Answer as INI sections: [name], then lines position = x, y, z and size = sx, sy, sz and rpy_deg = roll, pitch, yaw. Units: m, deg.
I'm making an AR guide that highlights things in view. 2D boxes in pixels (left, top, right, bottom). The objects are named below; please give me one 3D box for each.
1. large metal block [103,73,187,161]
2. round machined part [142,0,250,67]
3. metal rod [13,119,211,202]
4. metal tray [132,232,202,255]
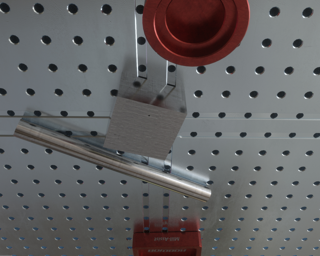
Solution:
[large metal block]
position = -0.020, -0.012, 0.385
size = 0.081, 0.050, 0.079
rpy_deg = 14, 129, -12
[round machined part]
position = 0.033, -0.112, 0.301
size = 0.099, 0.042, 0.097
rpy_deg = 1, 137, 1
[metal rod]
position = -0.056, 0.054, 0.456
size = 0.302, 0.025, 0.025
rpy_deg = 22, 127, -19
[metal tray]
position = 0.014, 0.245, 0.616
size = 0.131, 0.030, 0.089
rpy_deg = -1, 130, 1
